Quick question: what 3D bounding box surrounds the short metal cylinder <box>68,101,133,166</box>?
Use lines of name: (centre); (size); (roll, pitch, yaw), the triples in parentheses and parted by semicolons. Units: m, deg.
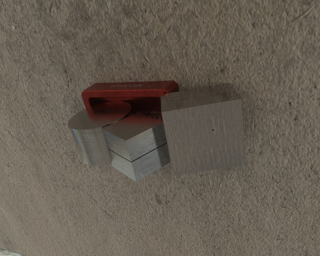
short metal cylinder: (-0.070, 0.005, 0.396); (0.080, 0.080, 0.050); (1, 119, 27)

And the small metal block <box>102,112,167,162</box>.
small metal block: (-0.028, 0.008, 0.344); (0.050, 0.050, 0.025); (21, 130, 49)

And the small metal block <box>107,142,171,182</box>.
small metal block: (-0.023, 0.031, 0.355); (0.050, 0.050, 0.025); (21, 130, 49)

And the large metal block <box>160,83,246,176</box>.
large metal block: (0.048, 0.001, 0.349); (0.080, 0.050, 0.079); (-10, 117, 3)

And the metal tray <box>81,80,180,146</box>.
metal tray: (-0.034, -0.014, 0.414); (0.130, 0.030, 0.089); (2, 120, 27)
